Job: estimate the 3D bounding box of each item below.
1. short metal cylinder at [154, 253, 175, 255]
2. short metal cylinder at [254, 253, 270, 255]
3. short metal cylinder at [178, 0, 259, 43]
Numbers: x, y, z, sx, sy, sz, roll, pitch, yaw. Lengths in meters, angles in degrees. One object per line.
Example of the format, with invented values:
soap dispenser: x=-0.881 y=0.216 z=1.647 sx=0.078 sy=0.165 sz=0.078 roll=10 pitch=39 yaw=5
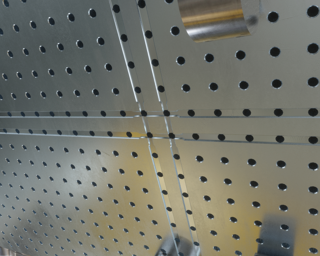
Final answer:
short metal cylinder: x=0.012 y=0.274 z=0.558 sx=0.080 sy=0.050 sz=0.079 roll=13 pitch=124 yaw=21
short metal cylinder: x=0.154 y=0.222 z=0.432 sx=0.050 sy=0.080 sz=0.079 roll=6 pitch=121 yaw=25
short metal cylinder: x=0.054 y=-0.119 z=0.273 sx=0.050 sy=0.080 sz=0.080 roll=-1 pitch=118 yaw=28
